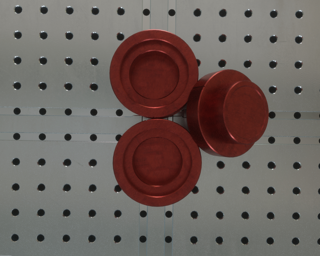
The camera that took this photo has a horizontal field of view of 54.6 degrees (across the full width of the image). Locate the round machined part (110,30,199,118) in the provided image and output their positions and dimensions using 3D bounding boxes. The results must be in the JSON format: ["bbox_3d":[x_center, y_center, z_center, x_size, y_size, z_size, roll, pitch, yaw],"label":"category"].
[{"bbox_3d":[-0.006,-0.060,0.362,0.099,0.042,0.097,0,90,0],"label":"round machined part"}]

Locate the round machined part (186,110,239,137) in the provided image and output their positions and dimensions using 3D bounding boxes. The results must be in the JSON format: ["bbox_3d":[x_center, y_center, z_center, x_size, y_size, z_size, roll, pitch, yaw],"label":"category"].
[{"bbox_3d":[0.085,-0.017,0.406,0.099,0.042,0.097,0,90,0],"label":"round machined part"}]

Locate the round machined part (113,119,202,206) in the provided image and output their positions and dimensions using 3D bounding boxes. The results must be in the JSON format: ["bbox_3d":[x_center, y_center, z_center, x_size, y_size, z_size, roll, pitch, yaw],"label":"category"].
[{"bbox_3d":[-0.003,0.038,0.362,0.099,0.042,0.097,0,90,0],"label":"round machined part"}]

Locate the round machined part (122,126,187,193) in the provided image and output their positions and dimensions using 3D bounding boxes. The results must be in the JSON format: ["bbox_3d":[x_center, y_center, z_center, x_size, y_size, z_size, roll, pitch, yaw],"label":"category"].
[{"bbox_3d":[-0.004,0.038,0.405,0.099,0.042,0.097,0,90,0],"label":"round machined part"}]

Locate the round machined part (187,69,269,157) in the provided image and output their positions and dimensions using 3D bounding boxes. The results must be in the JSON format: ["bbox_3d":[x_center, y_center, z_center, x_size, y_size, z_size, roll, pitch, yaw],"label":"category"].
[{"bbox_3d":[0.081,-0.016,0.342,0.099,0.042,0.097,0,89,-32],"label":"round machined part"}]

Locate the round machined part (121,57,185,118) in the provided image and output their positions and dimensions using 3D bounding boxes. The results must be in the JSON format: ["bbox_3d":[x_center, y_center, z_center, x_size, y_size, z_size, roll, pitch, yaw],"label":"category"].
[{"bbox_3d":[-0.005,-0.061,0.406,0.099,0.042,0.097,0,90,0],"label":"round machined part"}]
